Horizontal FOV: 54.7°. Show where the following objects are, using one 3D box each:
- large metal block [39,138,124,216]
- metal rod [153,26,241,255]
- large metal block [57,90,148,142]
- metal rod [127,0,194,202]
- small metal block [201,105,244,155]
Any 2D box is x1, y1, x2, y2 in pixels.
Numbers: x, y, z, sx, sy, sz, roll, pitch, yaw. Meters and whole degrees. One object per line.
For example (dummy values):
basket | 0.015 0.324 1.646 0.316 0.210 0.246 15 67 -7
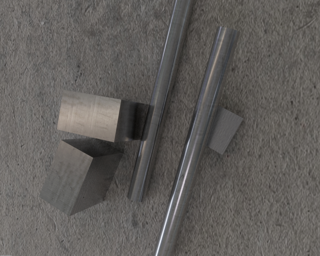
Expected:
large metal block | -0.102 0.061 0.416 0.050 0.080 0.080 26 99 18
metal rod | 0.038 0.033 0.371 0.025 0.025 0.298 20 105 19
large metal block | -0.072 -0.016 0.405 0.080 0.080 0.050 11 94 19
metal rod | 0.003 -0.049 0.407 0.025 0.025 0.298 15 95 19
small metal block | 0.070 -0.002 0.384 0.050 0.025 0.050 31 100 17
